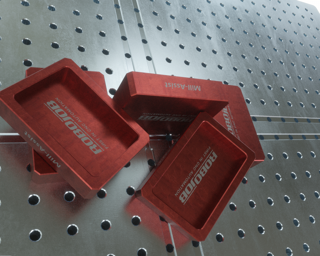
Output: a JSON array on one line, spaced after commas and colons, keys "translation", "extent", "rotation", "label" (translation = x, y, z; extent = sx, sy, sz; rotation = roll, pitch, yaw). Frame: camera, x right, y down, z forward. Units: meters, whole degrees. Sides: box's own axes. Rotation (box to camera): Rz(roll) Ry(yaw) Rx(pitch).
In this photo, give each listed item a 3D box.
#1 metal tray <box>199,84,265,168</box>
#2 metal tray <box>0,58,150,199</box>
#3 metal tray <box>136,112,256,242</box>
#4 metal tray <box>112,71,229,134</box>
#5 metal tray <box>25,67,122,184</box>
[{"translation": [0.094, -0.006, 0.460], "extent": [0.091, 0.030, 0.130], "rotation": [3, 61, -27], "label": "metal tray"}, {"translation": [-0.086, -0.004, 0.321], "extent": [0.130, 0.030, 0.090], "rotation": [44, 50, 2], "label": "metal tray"}, {"translation": [0.046, 0.056, 0.373], "extent": [0.090, 0.030, 0.130], "rotation": [40, 68, -2], "label": "metal tray"}, {"translation": [0.008, -0.026, 0.387], "extent": [0.131, 0.090, 0.030], "rotation": [1, 61, -28], "label": "metal tray"}, {"translation": [-0.102, -0.006, 0.355], "extent": [0.091, 0.030, 0.130], "rotation": [-1, 63, -29], "label": "metal tray"}]
